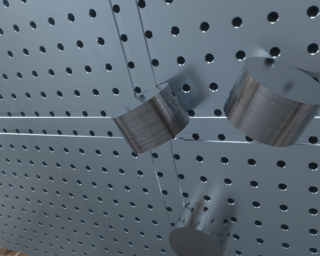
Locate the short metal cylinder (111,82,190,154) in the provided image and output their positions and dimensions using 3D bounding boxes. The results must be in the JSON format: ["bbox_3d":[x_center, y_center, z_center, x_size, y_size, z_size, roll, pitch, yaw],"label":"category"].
[{"bbox_3d":[-0.011,-0.013,0.374,0.080,0.080,0.050,-22,107,36],"label":"short metal cylinder"}]

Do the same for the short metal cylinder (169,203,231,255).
[{"bbox_3d":[0.060,0.160,0.462,0.080,0.050,0.079,13,124,21],"label":"short metal cylinder"}]

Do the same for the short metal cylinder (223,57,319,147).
[{"bbox_3d":[0.109,-0.027,0.301,0.080,0.080,0.050,27,128,11],"label":"short metal cylinder"}]
